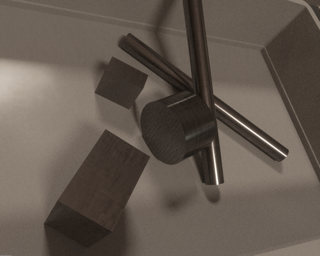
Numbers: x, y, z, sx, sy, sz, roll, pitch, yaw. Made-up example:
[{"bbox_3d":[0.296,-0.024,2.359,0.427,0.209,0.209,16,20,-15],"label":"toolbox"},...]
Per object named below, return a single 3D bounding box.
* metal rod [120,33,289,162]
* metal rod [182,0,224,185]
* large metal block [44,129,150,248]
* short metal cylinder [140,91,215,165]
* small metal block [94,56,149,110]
[{"bbox_3d":[0.070,-0.044,0.472,0.301,0.025,0.025,35,51,-5],"label":"metal rod"},{"bbox_3d":[0.054,-0.076,0.407,0.025,0.025,0.298,-6,89,-31],"label":"metal rod"},{"bbox_3d":[-0.062,0.061,0.301,0.050,0.080,0.080,33,51,-7],"label":"large metal block"},{"bbox_3d":[0.021,-0.001,0.384,0.050,0.080,0.080,-23,74,-37],"label":"short metal cylinder"},{"bbox_3d":[-0.050,-0.056,0.398,0.050,0.050,0.025,26,53,-13],"label":"small metal block"}]
